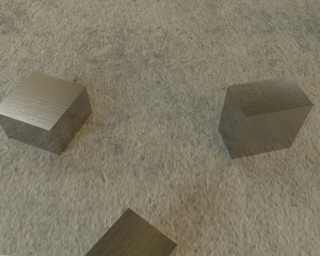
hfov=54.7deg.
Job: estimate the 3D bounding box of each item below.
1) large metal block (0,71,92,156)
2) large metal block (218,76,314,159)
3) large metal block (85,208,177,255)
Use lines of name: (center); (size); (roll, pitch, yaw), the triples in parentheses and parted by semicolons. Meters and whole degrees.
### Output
large metal block: (-0.148, -0.021, 0.403); (0.080, 0.050, 0.080); (17, 52, 13)
large metal block: (0.123, -0.012, 0.379); (0.081, 0.080, 0.050); (-10, 51, -9)
large metal block: (-0.031, 0.128, 0.260); (0.050, 0.080, 0.080); (31, 57, 23)
